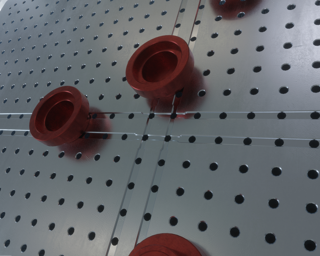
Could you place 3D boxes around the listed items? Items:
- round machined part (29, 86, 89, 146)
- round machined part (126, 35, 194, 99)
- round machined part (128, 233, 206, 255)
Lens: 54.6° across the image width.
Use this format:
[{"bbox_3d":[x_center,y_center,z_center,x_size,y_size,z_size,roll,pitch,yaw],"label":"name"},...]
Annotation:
[{"bbox_3d":[-0.152,-0.015,0.488,0.098,0.042,0.098,-13,56,21],"label":"round machined part"},{"bbox_3d":[0.003,-0.082,0.447,0.098,0.042,0.098,-13,56,21],"label":"round machined part"},{"bbox_3d":[0.001,0.153,0.304,0.098,0.042,0.098,-13,56,21],"label":"round machined part"}]
